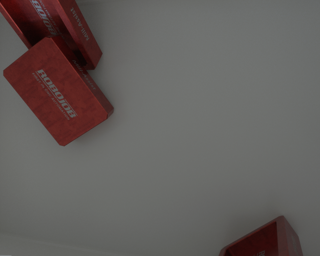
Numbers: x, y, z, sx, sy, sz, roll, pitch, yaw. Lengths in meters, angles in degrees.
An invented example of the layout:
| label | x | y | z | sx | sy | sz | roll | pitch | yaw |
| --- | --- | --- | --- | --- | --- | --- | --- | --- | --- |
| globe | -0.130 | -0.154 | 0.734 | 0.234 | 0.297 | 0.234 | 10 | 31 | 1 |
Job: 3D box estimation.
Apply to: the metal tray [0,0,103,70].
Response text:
| label | x | y | z | sx | sy | sz | roll | pitch | yaw |
| --- | --- | --- | --- | --- | --- | --- | --- | --- | --- |
| metal tray | -0.144 | -0.133 | 0.407 | 0.090 | 0.130 | 0.030 | 2 | 55 | 19 |

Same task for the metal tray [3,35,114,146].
| label | x | y | z | sx | sy | sz | roll | pitch | yaw |
| --- | --- | --- | --- | --- | --- | --- | --- | --- | --- |
| metal tray | -0.138 | -0.050 | 0.429 | 0.090 | 0.030 | 0.130 | -31 | 103 | 18 |

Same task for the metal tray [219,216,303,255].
| label | x | y | z | sx | sy | sz | roll | pitch | yaw |
| --- | --- | --- | --- | --- | --- | --- | --- | --- | --- |
| metal tray | 0.099 | 0.141 | 0.320 | 0.090 | 0.130 | 0.030 | -36 | 79 | 16 |
